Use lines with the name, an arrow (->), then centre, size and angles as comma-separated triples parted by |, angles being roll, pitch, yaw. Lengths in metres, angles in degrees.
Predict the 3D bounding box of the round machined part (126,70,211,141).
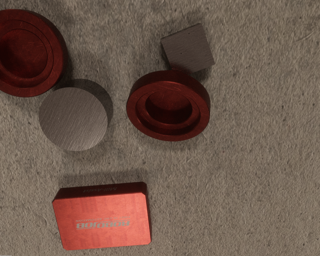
round machined part -> 0.012, -0.031, 0.376 | 0.099, 0.042, 0.097 | 6, 137, 6

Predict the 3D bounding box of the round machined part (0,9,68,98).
round machined part -> -0.158, -0.088, 0.366 | 0.099, 0.042, 0.097 | 0, 110, -1

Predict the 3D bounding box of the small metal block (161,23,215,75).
small metal block -> 0.033, -0.093, 0.376 | 0.050, 0.025, 0.050 | -21, 109, 7

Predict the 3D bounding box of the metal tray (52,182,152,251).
metal tray -> -0.081, 0.129, 0.454 | 0.131, 0.030, 0.089 | -5, 110, 1

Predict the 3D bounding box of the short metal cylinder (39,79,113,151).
short metal cylinder -> -0.102, -0.018, 0.389 | 0.081, 0.050, 0.079 | 0, 110, -1
